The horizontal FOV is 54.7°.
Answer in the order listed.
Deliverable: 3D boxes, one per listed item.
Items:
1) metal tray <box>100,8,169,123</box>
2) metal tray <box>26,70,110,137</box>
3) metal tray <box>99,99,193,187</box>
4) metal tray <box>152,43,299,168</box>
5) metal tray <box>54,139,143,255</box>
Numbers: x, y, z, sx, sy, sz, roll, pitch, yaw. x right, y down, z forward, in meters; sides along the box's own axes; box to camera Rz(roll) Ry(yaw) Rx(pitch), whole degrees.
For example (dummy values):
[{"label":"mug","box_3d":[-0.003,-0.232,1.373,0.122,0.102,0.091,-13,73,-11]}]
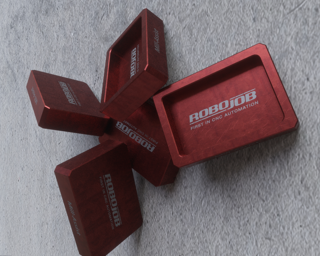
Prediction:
[{"label":"metal tray","box_3d":[-0.034,-0.081,0.391,0.090,0.030,0.130,-38,38,33]},{"label":"metal tray","box_3d":[-0.138,-0.038,0.455,0.130,0.091,0.030,48,120,48]},{"label":"metal tray","box_3d":[-0.023,0.008,0.420,0.130,0.030,0.089,32,110,35]},{"label":"metal tray","box_3d":[0.065,-0.019,0.327,0.130,0.030,0.090,-23,75,22]},{"label":"metal tray","box_3d":[-0.073,0.091,0.396,0.030,0.091,0.129,7,115,40]}]
